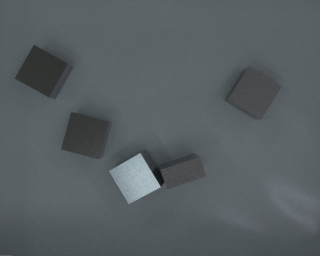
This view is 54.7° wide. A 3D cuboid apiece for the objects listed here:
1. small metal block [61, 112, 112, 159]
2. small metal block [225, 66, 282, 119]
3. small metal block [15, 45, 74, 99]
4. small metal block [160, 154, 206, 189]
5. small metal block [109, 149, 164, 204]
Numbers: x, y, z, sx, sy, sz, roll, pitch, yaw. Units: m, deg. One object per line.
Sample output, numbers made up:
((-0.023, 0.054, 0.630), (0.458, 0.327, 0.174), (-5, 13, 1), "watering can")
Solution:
((-0.096, 0.010, 0.411), (0.050, 0.025, 0.050), (15, 90, 0), "small metal block")
((0.123, -0.045, 0.412), (0.050, 0.025, 0.050), (32, 90, 0), "small metal block")
((-0.152, -0.073, 0.410), (0.050, 0.025, 0.050), (29, 90, 0), "small metal block")
((0.028, 0.054, 0.399), (0.050, 0.050, 0.025), (-18, 90, 0), "small metal block")
((-0.029, 0.063, 0.405), (0.050, 0.025, 0.050), (-31, 90, 15), "small metal block")
